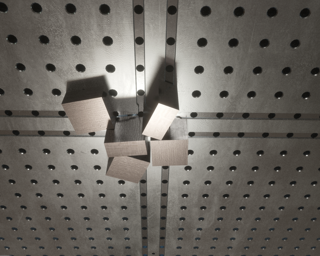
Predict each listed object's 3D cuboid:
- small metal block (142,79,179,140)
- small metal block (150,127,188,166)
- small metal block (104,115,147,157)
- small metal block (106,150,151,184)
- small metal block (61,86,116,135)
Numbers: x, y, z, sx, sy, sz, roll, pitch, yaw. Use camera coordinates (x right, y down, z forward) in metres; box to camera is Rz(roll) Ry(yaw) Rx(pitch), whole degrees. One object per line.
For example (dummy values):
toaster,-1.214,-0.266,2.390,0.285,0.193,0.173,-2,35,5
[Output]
small metal block,0.000,-0.022,0.376,0.025,0.050,0.050,18,128,-15
small metal block,0.013,0.027,0.435,0.050,0.025,0.050,-2,130,1
small metal block,-0.042,0.010,0.403,0.050,0.050,0.025,-4,130,3
small metal block,-0.047,0.051,0.455,0.050,0.025,0.050,18,128,-15
small metal block,-0.088,-0.022,0.392,0.050,0.025,0.050,-9,130,7
